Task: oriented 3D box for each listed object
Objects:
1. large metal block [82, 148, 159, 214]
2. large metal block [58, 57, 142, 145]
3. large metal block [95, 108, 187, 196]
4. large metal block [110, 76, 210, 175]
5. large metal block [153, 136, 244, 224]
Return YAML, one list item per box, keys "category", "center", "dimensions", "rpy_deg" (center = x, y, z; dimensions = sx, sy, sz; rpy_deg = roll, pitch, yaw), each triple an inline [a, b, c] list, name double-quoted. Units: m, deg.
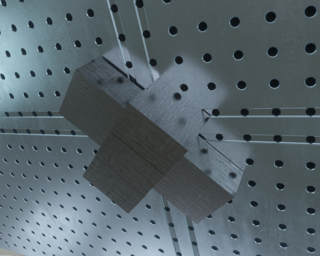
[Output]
- category: "large metal block"
  center: [-0.045, 0.056, 0.433]
  dimensions: [0.080, 0.080, 0.050]
  rpy_deg: [39, 129, 1]
- category: "large metal block"
  center: [-0.077, -0.032, 0.410]
  dimensions: [0.080, 0.050, 0.080]
  rpy_deg: [38, 130, 2]
- category: "large metal block"
  center: [-0.021, 0.025, 0.402]
  dimensions: [0.080, 0.080, 0.050]
  rpy_deg: [39, 129, 1]
- category: "large metal block"
  center: [0.003, -0.005, 0.370]
  dimensions: [0.080, 0.080, 0.050]
  rpy_deg: [39, 129, 1]
- category: "large metal block"
  center: [0.048, 0.068, 0.411]
  dimensions: [0.080, 0.050, 0.080]
  rpy_deg: [39, 130, 1]
